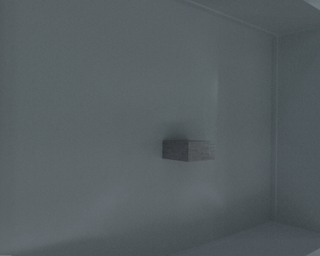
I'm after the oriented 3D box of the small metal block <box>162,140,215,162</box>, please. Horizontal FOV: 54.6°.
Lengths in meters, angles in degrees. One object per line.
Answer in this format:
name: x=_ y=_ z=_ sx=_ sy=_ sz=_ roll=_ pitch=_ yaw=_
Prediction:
small metal block: x=0.039 y=0.030 z=0.422 sx=0.050 sy=0.050 sz=0.025 roll=1 pitch=90 yaw=-40
